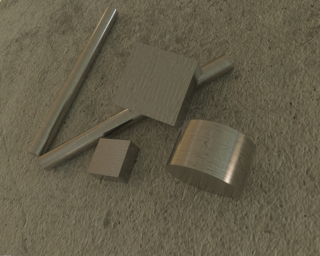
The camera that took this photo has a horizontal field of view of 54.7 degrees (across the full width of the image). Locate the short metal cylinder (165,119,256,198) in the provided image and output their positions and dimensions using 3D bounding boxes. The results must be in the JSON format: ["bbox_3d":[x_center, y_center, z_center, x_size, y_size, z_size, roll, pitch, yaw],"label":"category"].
[{"bbox_3d":[0.052,0.033,0.320,0.080,0.080,0.050,11,68,32],"label":"short metal cylinder"}]

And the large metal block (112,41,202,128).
[{"bbox_3d":[-0.001,-0.052,0.388,0.080,0.050,0.080,21,92,13],"label":"large metal block"}]

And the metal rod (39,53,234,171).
[{"bbox_3d":[-0.039,-0.018,0.433,0.301,0.025,0.025,-28,52,10],"label":"metal rod"}]

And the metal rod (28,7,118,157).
[{"bbox_3d":[-0.140,-0.089,0.529,0.025,0.025,0.300,8,65,31],"label":"metal rod"}]

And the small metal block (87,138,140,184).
[{"bbox_3d":[-0.061,0.043,0.408,0.050,0.025,0.050,3,63,29],"label":"small metal block"}]
